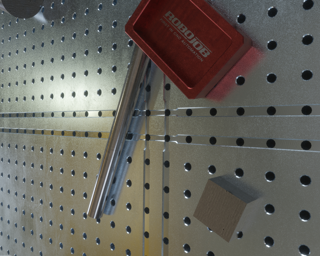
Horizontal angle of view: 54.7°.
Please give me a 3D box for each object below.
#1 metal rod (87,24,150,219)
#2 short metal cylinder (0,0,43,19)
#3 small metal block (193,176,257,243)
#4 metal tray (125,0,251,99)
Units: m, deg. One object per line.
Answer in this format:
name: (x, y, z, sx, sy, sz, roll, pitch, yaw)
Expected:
metal rod: (-0.058, -0.001, 0.454, 0.025, 0.025, 0.298, 29, 108, 36)
short metal cylinder: (-0.276, -0.257, 0.597, 0.050, 0.081, 0.079, 31, 109, 35)
small metal block: (0.072, 0.090, 0.349, 0.050, 0.025, 0.050, 31, 109, 35)
metal tray: (0.028, -0.109, 0.363, 0.130, 0.030, 0.090, 49, 118, 15)
